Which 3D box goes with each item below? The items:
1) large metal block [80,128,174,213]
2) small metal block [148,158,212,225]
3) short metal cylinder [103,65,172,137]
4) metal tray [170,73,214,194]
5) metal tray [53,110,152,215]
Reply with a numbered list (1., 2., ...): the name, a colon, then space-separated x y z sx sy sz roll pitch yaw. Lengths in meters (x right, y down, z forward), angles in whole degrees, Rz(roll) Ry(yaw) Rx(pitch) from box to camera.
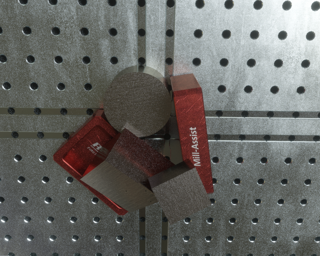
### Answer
1. large metal block: -0.040 0.056 0.387 0.080 0.050 0.080 38 141 -14
2. small metal block: 0.022 0.069 0.339 0.050 0.025 0.050 -26 109 -3
3. short metal cylinder: -0.026 -0.035 0.387 0.081 0.050 0.079 0 110 -1
4. metal tray: 0.038 0.006 0.381 0.030 0.090 0.129 -9 110 3
5. metal tray: -0.066 0.050 0.427 0.090 0.030 0.130 -41 106 13
